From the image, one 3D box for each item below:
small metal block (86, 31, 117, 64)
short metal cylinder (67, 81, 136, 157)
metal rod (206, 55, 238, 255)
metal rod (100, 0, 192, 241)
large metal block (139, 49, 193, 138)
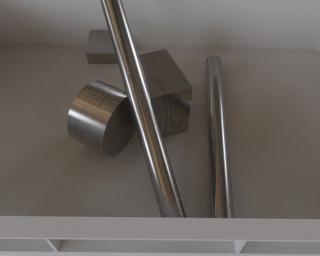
[{"bbox_3d":[-0.092,-0.133,0.510,0.050,0.025,0.050,1,61,0],"label":"small metal block"},{"bbox_3d":[-0.066,-0.012,0.378,0.050,0.080,0.080,24,54,18],"label":"short metal cylinder"},{"bbox_3d":[0.074,0.008,0.398,0.025,0.025,0.300,4,50,2],"label":"metal rod"},{"bbox_3d":[-0.022,-0.029,0.344,0.025,0.025,0.299,-14,79,-12],"label":"metal rod"},{"bbox_3d":[-0.001,-0.043,0.405,0.050,0.080,0.080,-17,52,-14],"label":"large metal block"}]
